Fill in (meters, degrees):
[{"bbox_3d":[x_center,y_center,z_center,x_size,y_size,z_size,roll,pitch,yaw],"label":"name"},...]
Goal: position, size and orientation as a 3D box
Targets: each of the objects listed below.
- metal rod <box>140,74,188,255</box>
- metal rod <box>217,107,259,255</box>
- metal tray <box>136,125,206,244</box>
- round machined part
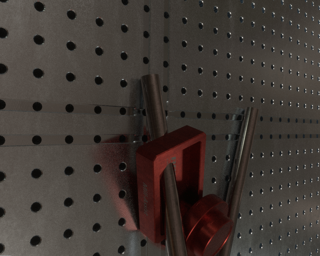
[{"bbox_3d":[0.010,0.080,0.387,0.025,0.025,0.298,-5,83,-40],"label":"metal rod"},{"bbox_3d":[0.125,0.108,0.516,0.025,0.025,0.299,25,74,-38],"label":"metal rod"},{"bbox_3d":[0.016,0.071,0.394,0.091,0.030,0.129,-23,124,-38],"label":"metal tray"},{"bbox_3d":[0.065,0.144,0.430,0.099,0.042,0.097,-30,136,-33],"label":"round machined part"}]
